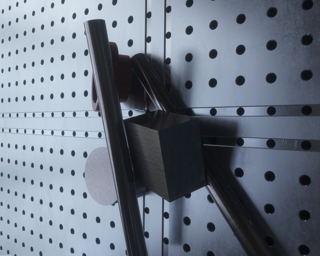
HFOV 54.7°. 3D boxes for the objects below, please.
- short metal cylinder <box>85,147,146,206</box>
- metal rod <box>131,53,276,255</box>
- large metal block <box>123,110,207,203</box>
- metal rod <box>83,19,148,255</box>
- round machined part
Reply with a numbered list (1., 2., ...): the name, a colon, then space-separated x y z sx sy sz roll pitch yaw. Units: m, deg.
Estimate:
1. short metal cylinder: -0.062 0.066 0.442 0.080 0.050 0.079 0 90 40
2. metal rod: 0.039 0.023 0.375 0.025 0.025 0.299 -45 63 30
3. large metal block: 0.004 0.028 0.359 0.080 0.050 0.079 17 120 57
4. metal rod: -0.052 0.022 0.379 0.025 0.025 0.298 -4 99 39
5. round machined part: -0.068 -0.070 0.434 0.098 0.042 0.097 -176 90 -70
